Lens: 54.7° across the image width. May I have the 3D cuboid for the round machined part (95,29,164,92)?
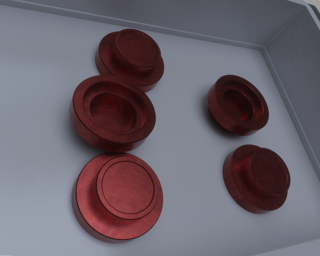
[{"bbox_3d":[-0.038,-0.100,0.437,0.099,0.042,0.098,14,56,-21],"label":"round machined part"}]

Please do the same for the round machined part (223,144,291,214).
[{"bbox_3d":[0.141,0.066,0.433,0.099,0.042,0.098,14,56,-21],"label":"round machined part"}]

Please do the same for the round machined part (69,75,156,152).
[{"bbox_3d":[-0.058,-0.013,0.369,0.099,0.042,0.098,16,50,-19],"label":"round machined part"}]

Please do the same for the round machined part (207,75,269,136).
[{"bbox_3d":[0.115,-0.030,0.477,0.099,0.042,0.098,14,56,-21],"label":"round machined part"}]

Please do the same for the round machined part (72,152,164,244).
[{"bbox_3d":[-0.040,0.069,0.332,0.099,0.042,0.098,14,56,-21],"label":"round machined part"}]
